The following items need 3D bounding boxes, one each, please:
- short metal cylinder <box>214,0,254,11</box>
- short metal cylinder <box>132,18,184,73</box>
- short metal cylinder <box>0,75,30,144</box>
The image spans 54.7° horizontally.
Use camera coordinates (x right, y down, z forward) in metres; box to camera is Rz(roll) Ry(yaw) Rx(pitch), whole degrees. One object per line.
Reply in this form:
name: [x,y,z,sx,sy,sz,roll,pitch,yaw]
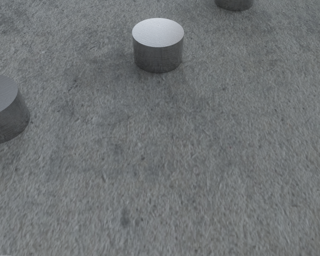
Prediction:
short metal cylinder: [0.153,-0.279,0.624,0.081,0.050,0.080,0,50,0]
short metal cylinder: [-0.003,-0.133,0.499,0.081,0.050,0.080,0,50,0]
short metal cylinder: [-0.219,-0.025,0.405,0.081,0.050,0.080,0,50,0]
